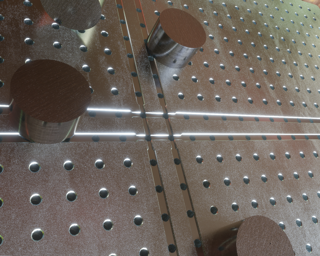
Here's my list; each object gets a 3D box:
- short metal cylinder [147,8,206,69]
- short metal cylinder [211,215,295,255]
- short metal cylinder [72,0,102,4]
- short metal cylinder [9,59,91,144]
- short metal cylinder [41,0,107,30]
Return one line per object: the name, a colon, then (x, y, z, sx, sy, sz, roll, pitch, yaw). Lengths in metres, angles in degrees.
short metal cylinder: (0.025, -0.142, 0.492, 0.081, 0.050, 0.080, 14, 56, -21)
short metal cylinder: (0.107, 0.148, 0.359, 0.081, 0.050, 0.080, 14, 56, -21)
short metal cylinder: (-0.117, -0.238, 0.474, 0.081, 0.050, 0.080, 14, 56, -21)
short metal cylinder: (-0.122, -0.029, 0.343, 0.081, 0.050, 0.080, 14, 56, -21)
short metal cylinder: (-0.114, -0.182, 0.422, 0.081, 0.080, 0.050, 19, 54, -17)
